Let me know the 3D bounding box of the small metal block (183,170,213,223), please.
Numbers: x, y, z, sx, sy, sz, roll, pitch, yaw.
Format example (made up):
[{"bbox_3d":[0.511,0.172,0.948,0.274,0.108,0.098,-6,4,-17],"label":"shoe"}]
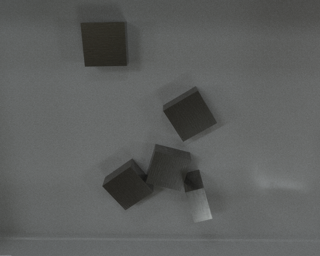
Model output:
[{"bbox_3d":[0.052,0.094,0.433,0.025,0.050,0.050,-15,110,5],"label":"small metal block"}]

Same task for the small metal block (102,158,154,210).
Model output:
[{"bbox_3d":[-0.044,0.080,0.440,0.050,0.025,0.050,-36,107,12],"label":"small metal block"}]

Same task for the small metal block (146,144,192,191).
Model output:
[{"bbox_3d":[0.011,0.055,0.432,0.050,0.025,0.050,14,109,-5],"label":"small metal block"}]

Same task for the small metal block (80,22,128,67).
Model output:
[{"bbox_3d":[-0.065,-0.101,0.373,0.050,0.025,0.050,-1,110,0],"label":"small metal block"}]

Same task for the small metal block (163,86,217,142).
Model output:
[{"bbox_3d":[0.039,-0.018,0.405,0.050,0.025,0.050,-30,108,10],"label":"small metal block"}]
